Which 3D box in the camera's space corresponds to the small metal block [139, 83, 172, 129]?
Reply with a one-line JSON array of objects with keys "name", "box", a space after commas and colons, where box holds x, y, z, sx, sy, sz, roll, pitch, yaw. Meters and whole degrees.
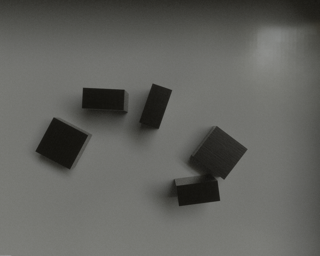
[{"name": "small metal block", "box": [-0.005, -0.026, 0.399, 0.025, 0.050, 0.050, 19, 90, 0]}]

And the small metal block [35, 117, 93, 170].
[{"name": "small metal block", "box": [-0.126, 0.020, 0.410, 0.050, 0.025, 0.050, 28, 90, 0]}]

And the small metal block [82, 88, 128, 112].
[{"name": "small metal block", "box": [-0.068, -0.035, 0.398, 0.050, 0.050, 0.025, 3, 90, 0]}]

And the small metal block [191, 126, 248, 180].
[{"name": "small metal block", "box": [0.078, 0.032, 0.412, 0.050, 0.025, 0.050, 37, 90, 0]}]

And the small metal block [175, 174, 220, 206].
[{"name": "small metal block", "box": [0.046, 0.079, 0.399, 0.050, 0.050, 0.025, -7, 90, 0]}]
